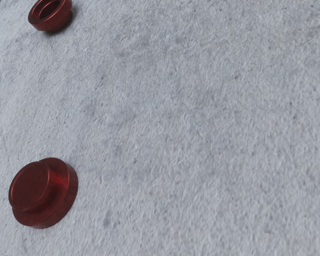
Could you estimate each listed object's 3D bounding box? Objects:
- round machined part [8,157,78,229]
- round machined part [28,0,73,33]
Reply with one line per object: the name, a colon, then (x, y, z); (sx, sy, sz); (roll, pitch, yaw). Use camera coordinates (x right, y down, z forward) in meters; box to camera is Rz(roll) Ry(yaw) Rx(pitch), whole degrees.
round machined part: (-0.166, 0.085, 0.426); (0.098, 0.042, 0.098); (-13, 56, 20)
round machined part: (-0.226, -0.242, 0.657); (0.098, 0.042, 0.098); (-13, 56, 20)
